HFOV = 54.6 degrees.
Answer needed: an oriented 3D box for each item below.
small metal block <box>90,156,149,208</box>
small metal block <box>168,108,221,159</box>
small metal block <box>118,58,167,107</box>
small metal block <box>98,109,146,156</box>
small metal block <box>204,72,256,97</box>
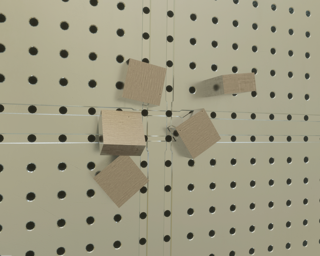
[{"bbox_3d":[-0.051,0.063,0.394,0.050,0.025,0.050,-41,103,-15],"label":"small metal block"},{"bbox_3d":[0.048,0.007,0.430,0.050,0.025,0.050,-34,101,-17],"label":"small metal block"},{"bbox_3d":[-0.023,-0.058,0.404,0.050,0.025,0.050,12,86,-20],"label":"small metal block"},{"bbox_3d":[-0.048,0.006,0.382,0.050,0.025,0.050,3,54,-20],"label":"small metal block"},{"bbox_3d":[0.097,-0.060,0.435,0.050,0.050,0.025,-8,93,-20],"label":"small metal block"}]
